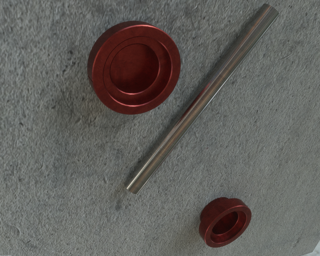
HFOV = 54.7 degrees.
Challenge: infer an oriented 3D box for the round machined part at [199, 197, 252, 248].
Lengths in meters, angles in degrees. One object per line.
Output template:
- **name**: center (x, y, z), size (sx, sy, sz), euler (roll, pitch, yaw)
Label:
- **round machined part**: center (0.112, 0.164, 0.559), size (0.099, 0.042, 0.097), euler (-14, 124, -21)

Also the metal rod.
- **metal rod**: center (0.050, -0.032, 0.414), size (0.025, 0.025, 0.299), euler (31, 101, -38)

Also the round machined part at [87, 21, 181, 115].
- **round machined part**: center (-0.031, -0.067, 0.338), size (0.099, 0.042, 0.097), euler (-14, 124, -21)
